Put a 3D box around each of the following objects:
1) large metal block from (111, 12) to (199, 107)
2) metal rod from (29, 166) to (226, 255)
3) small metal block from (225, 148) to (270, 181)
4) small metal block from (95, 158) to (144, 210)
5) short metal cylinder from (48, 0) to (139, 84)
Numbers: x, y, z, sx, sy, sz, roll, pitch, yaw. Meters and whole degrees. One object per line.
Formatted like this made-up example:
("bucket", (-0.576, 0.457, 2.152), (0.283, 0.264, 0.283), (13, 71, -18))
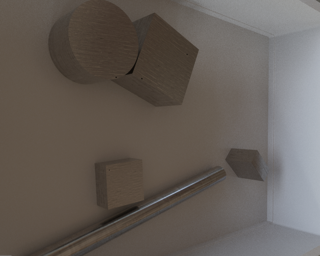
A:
("large metal block", (-0.006, -0.081, 0.387), (0.080, 0.050, 0.080), (29, 72, -37))
("metal rod", (-0.018, 0.105, 0.393), (0.302, 0.025, 0.025), (-17, 101, -39))
("small metal block", (0.146, 0.061, 0.516), (0.050, 0.050, 0.025), (50, 60, -29))
("small metal block", (-0.048, 0.064, 0.369), (0.050, 0.025, 0.050), (-5, 93, -40))
("short metal cylinder", (-0.071, -0.089, 0.332), (0.081, 0.050, 0.079), (0, 90, -40))
